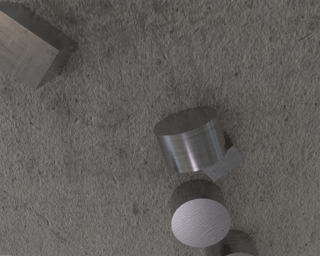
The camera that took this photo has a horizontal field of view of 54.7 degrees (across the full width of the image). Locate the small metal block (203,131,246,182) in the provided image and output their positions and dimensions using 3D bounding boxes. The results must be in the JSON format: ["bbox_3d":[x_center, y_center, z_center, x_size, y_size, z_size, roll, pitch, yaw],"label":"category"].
[{"bbox_3d":[0.080,0.037,0.411,0.050,0.050,0.025,-40,106,13],"label":"small metal block"}]

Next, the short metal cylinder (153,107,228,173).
[{"bbox_3d":[0.038,0.012,0.385,0.080,0.080,0.050,-17,109,6],"label":"short metal cylinder"}]

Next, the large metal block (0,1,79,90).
[{"bbox_3d":[-0.148,-0.094,0.344,0.080,0.080,0.050,34,107,-12],"label":"large metal block"}]

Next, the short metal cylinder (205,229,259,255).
[{"bbox_3d":[0.112,0.204,0.473,0.081,0.050,0.079,0,110,0],"label":"short metal cylinder"}]

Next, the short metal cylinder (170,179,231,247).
[{"bbox_3d":[0.055,0.121,0.441,0.081,0.050,0.079,0,110,0],"label":"short metal cylinder"}]
